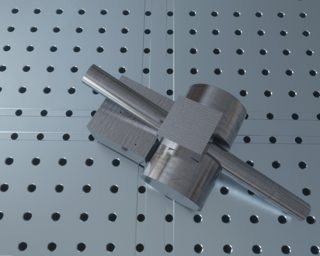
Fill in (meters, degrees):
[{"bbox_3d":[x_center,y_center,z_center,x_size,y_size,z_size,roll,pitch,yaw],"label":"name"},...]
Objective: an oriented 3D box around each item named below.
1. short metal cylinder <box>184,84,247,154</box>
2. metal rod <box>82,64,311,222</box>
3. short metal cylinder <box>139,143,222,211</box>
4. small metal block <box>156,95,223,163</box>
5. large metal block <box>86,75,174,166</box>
[{"bbox_3d":[0.059,-0.010,0.384,0.080,0.080,0.050,26,72,9],"label":"short metal cylinder"},{"bbox_3d":[0.046,0.020,0.359,0.301,0.025,0.025,33,73,-5],"label":"metal rod"},{"bbox_3d":[0.024,0.054,0.359,0.080,0.080,0.050,28,73,10],"label":"short metal cylinder"},{"bbox_3d":[0.032,0.000,0.324,0.050,0.025,0.050,25,72,17],"label":"small metal block"},{"bbox_3d":[-0.032,-0.008,0.395,0.080,0.050,0.080,28,72,9],"label":"large metal block"}]
